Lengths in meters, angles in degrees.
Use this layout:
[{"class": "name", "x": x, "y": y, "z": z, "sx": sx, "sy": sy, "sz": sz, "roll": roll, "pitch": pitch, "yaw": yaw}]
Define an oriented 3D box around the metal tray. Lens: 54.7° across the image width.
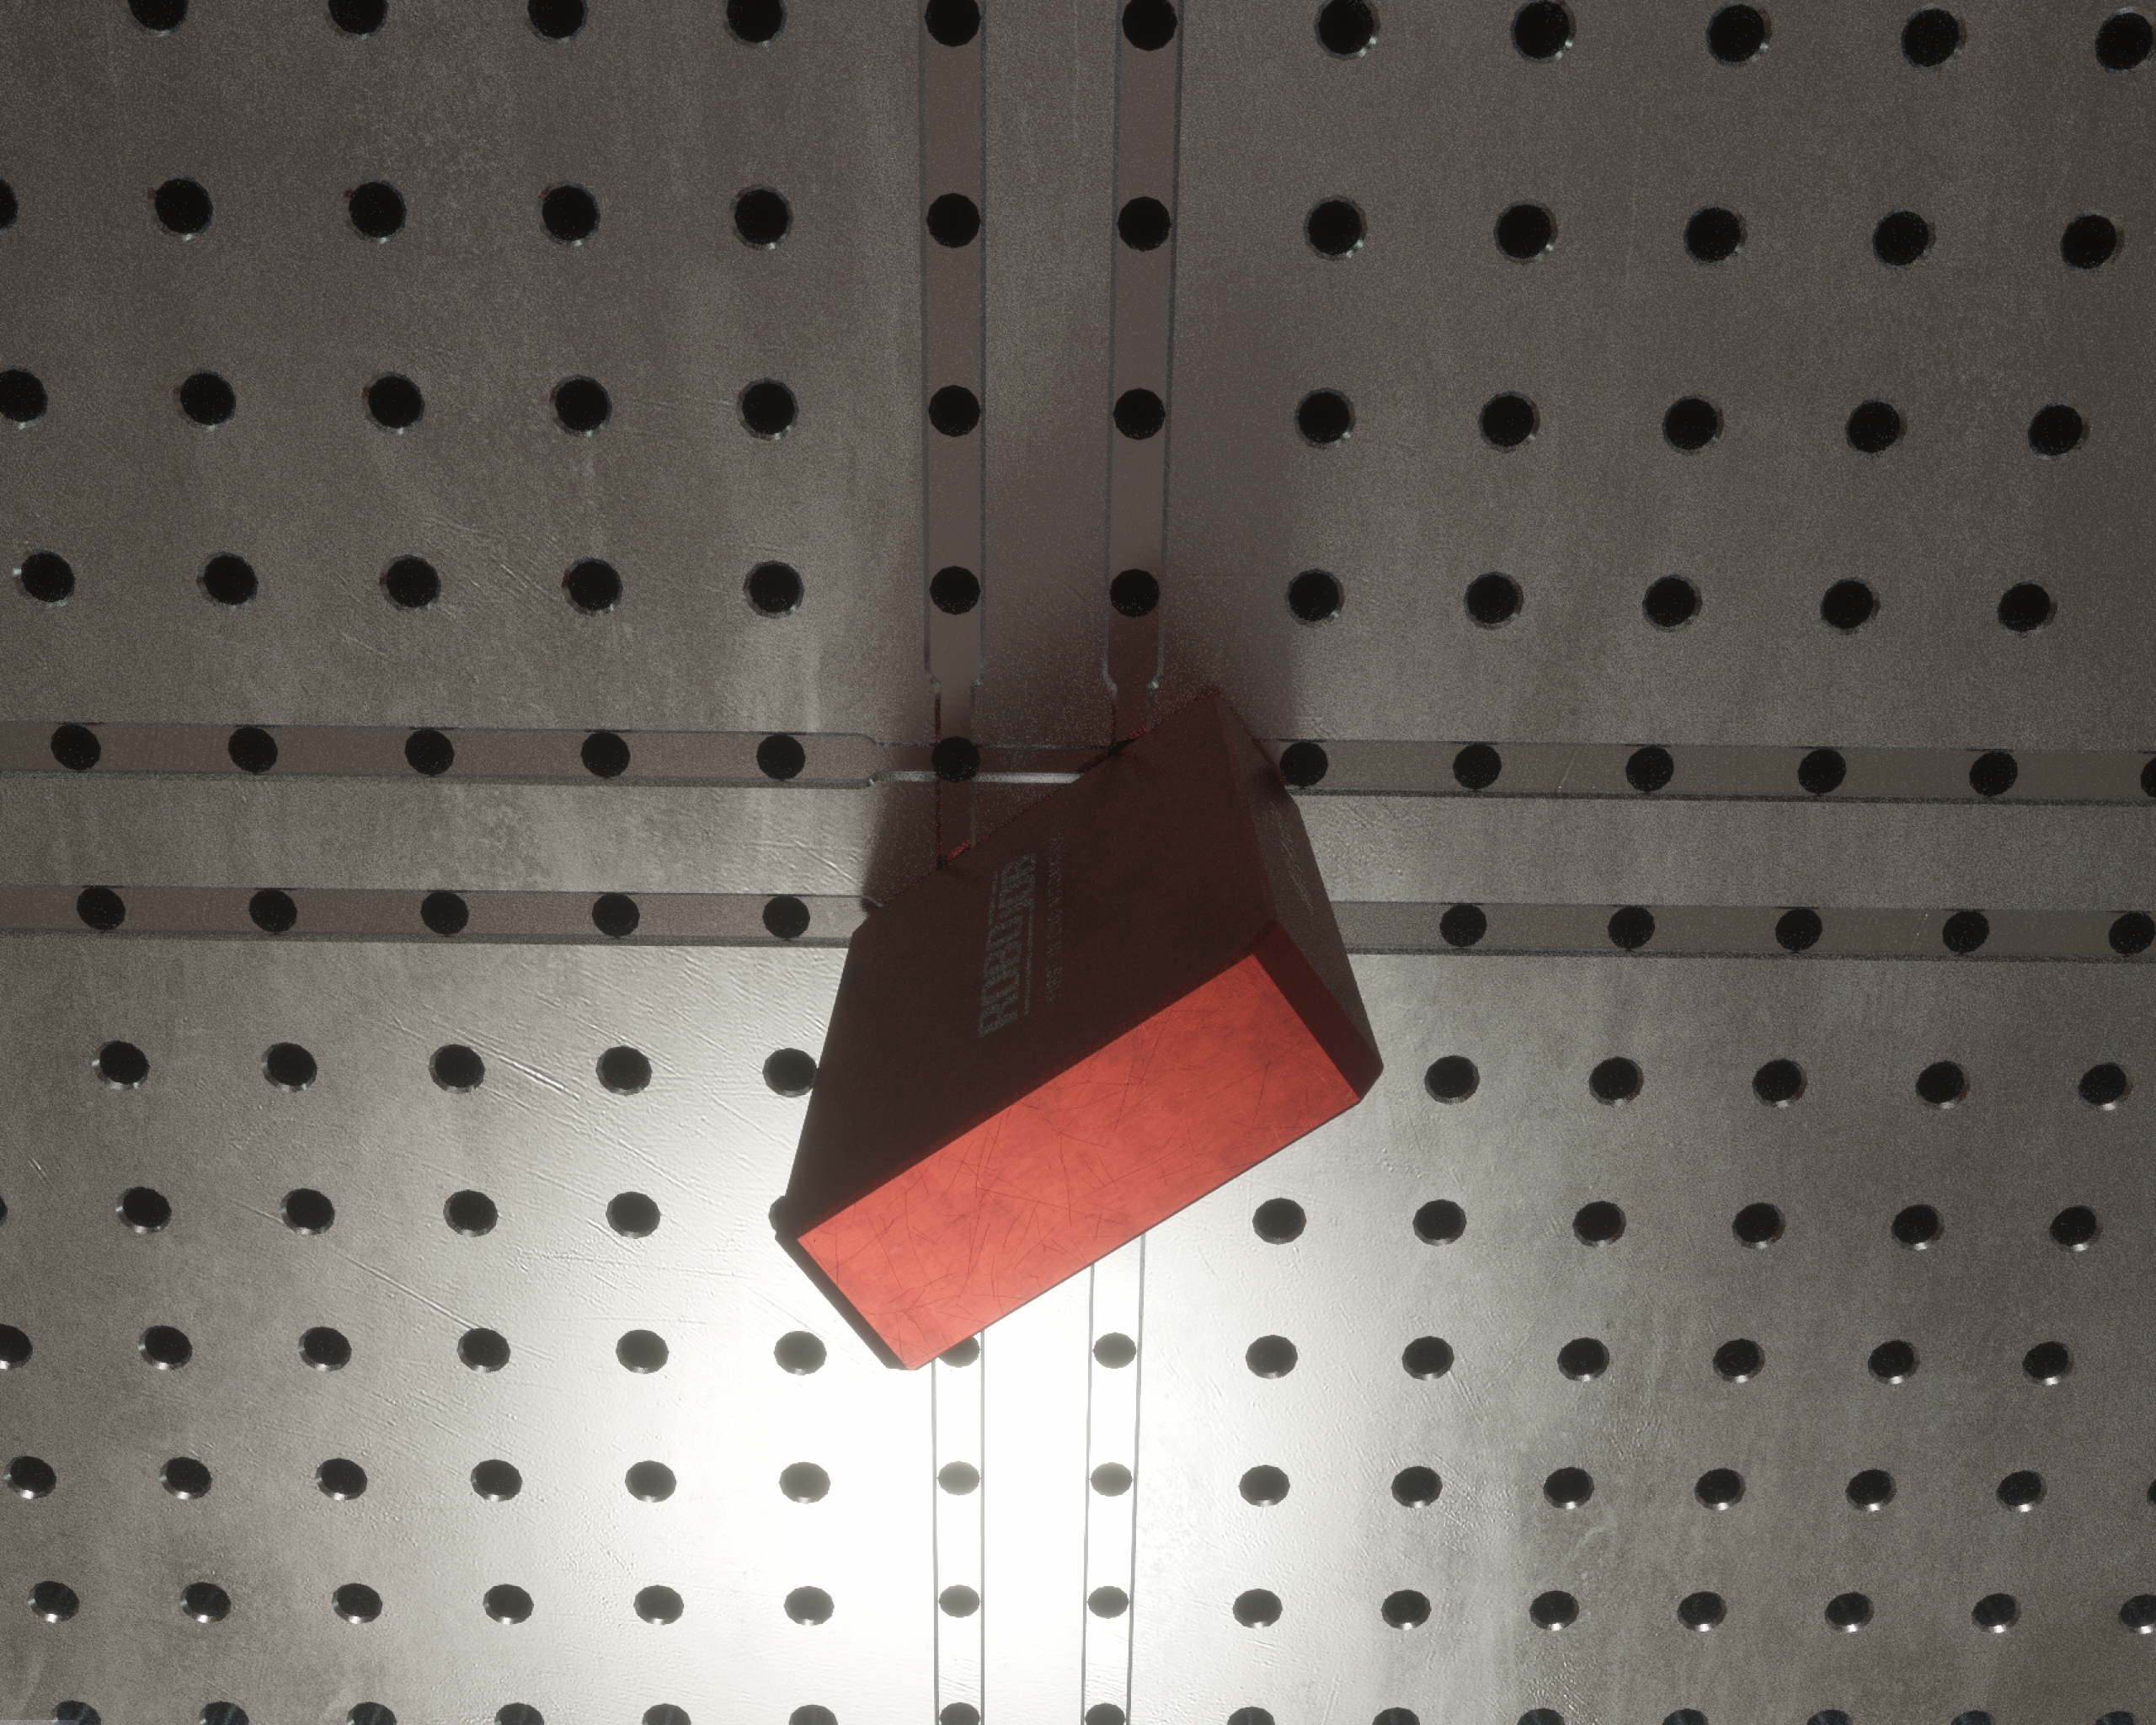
[{"class": "metal tray", "x": -0.001, "y": 0.023, "z": 0.366, "sx": 0.090, "sy": 0.130, "sz": 0.030, "roll": -33, "pitch": 107, "yaw": 11}]
